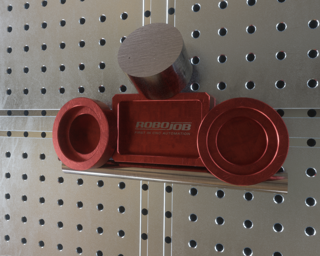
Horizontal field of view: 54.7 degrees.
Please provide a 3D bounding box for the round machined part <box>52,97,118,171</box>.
[{"bbox_3d":[-0.098,0.008,0.429,0.098,0.042,0.097,-1,87,28],"label":"round machined part"}]

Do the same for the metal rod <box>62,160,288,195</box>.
[{"bbox_3d":[0.005,0.059,0.406,0.301,0.025,0.025,2,91,19],"label":"metal rod"}]

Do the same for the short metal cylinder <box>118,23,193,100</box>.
[{"bbox_3d":[-0.005,-0.081,0.381,0.080,0.050,0.080,-8,61,15],"label":"short metal cylinder"}]

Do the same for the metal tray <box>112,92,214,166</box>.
[{"bbox_3d":[0.002,0.000,0.404,0.130,0.030,0.089,1,91,19],"label":"metal tray"}]

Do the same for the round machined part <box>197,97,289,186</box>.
[{"bbox_3d":[0.094,0.015,0.361,0.098,0.042,0.097,0,88,12],"label":"round machined part"}]
